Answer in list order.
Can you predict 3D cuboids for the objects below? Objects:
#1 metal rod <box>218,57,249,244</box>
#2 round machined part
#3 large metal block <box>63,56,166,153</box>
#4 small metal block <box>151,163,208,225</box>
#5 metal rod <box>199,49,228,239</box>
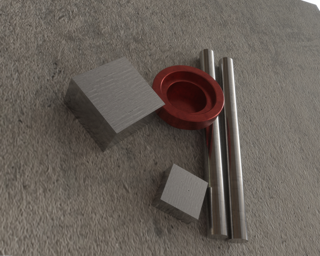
[{"bbox_3d":[0.104,0.011,0.454,0.025,0.025,0.300,17,55,-19],"label":"metal rod"},{"bbox_3d":[0.034,-0.037,0.427,0.099,0.042,0.098,7,54,-10],"label":"round machined part"},{"bbox_3d":[-0.055,-0.030,0.378,0.081,0.050,0.080,-34,81,-38],"label":"large metal block"},{"bbox_3d":[0.025,0.079,0.371,0.050,0.025,0.050,31,52,-9],"label":"small metal block"},{"bbox_3d":[0.073,0.002,0.444,0.025,0.025,0.300,16,55,-20],"label":"metal rod"}]
